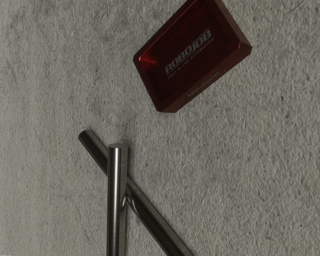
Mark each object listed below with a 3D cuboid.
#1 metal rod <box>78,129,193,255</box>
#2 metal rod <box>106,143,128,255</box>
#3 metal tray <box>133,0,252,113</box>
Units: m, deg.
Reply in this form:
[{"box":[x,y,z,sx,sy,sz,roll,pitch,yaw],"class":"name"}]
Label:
[{"box":[-0.029,0.104,0.427,0.300,0.025,0.025,45,117,30],"class":"metal rod"},{"box":[-0.062,0.169,0.431,0.025,0.025,0.298,12,105,39],"class":"metal rod"},{"box":[0.032,-0.088,0.373,0.130,0.030,0.090,-38,67,33],"class":"metal tray"}]
